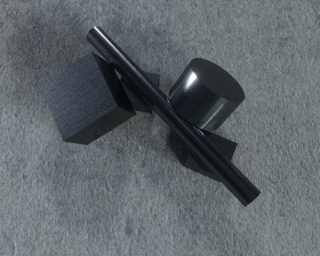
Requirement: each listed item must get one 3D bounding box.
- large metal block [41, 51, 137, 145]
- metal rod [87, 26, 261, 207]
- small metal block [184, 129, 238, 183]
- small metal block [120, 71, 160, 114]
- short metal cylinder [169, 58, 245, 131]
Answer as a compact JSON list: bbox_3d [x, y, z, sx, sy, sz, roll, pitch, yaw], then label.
[{"bbox_3d":[-0.089,-0.035,0.390,0.080,0.050,0.080,-31,72,13],"label":"large metal block"},{"bbox_3d":[0.007,-0.024,0.392,0.025,0.025,0.300,-39,75,-13],"label":"metal rod"},{"bbox_3d":[0.065,0.035,0.398,0.050,0.025,0.050,23,71,8],"label":"small metal block"},{"bbox_3d":[-0.030,-0.051,0.428,0.050,0.025,0.050,12,70,4],"label":"small metal block"},{"bbox_3d":[0.059,-0.043,0.391,0.080,0.050,0.080,23,37,-19],"label":"short metal cylinder"}]
